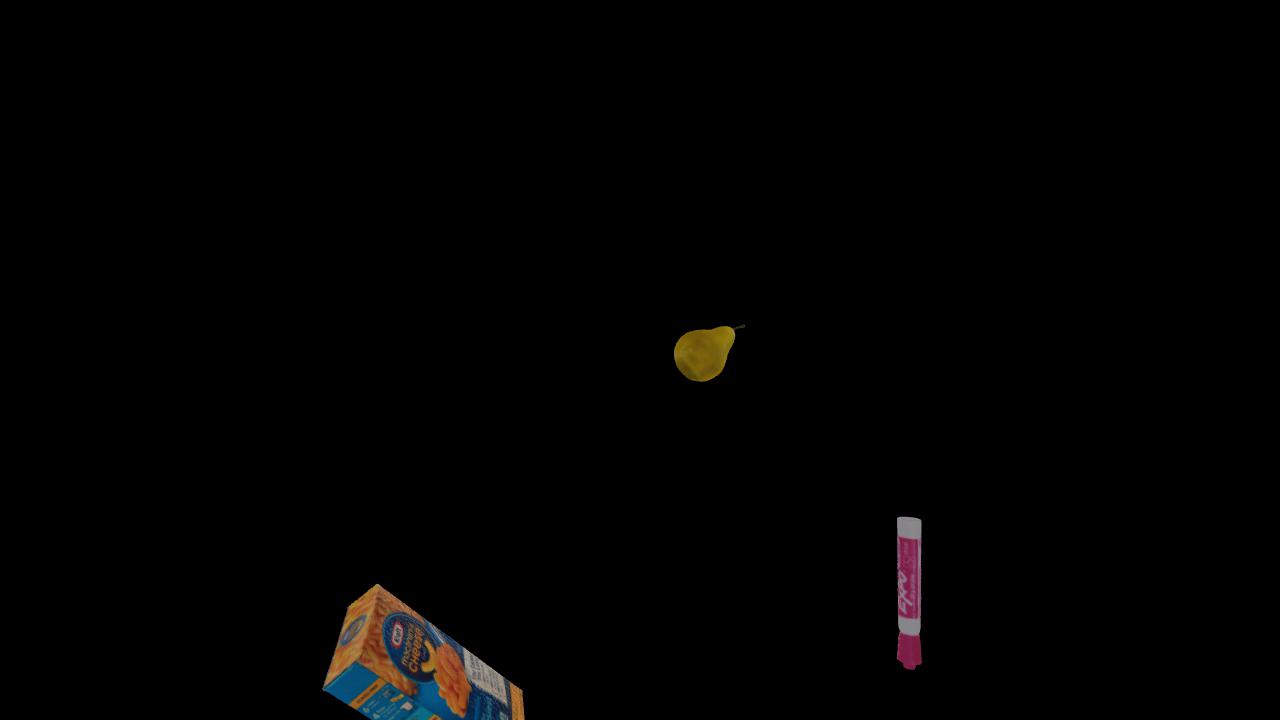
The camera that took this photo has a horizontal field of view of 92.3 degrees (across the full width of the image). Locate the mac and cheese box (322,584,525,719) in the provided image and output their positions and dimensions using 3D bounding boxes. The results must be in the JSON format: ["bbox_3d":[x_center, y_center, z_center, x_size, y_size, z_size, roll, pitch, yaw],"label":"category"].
[{"bbox_3d":[-0.172,0.278,0.519,0.041,0.184,0.093,-40,22,2],"label":"mac and cheese box"}]

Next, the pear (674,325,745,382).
[{"bbox_3d":[0.102,-0.022,0.889,0.111,0.080,0.080,-43,20,-23],"label":"pear"}]

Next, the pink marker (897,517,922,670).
[{"bbox_3d":[0.223,0.193,0.510,0.020,0.121,0.020,2,-4,0],"label":"pink marker"}]
